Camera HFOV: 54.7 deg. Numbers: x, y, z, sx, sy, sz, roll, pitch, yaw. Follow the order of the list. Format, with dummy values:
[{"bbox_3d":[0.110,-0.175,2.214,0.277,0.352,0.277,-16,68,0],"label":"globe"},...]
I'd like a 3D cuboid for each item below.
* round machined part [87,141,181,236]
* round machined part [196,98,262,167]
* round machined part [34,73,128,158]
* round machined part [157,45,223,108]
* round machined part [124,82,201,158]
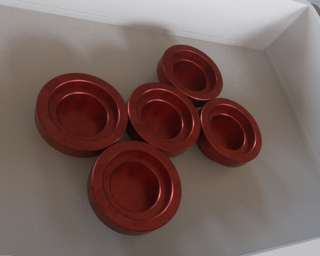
[{"bbox_3d":[-0.030,0.066,0.334,0.099,0.042,0.098,14,56,-21],"label":"round machined part"},{"bbox_3d":[0.089,0.010,0.433,0.099,0.042,0.098,14,56,-21],"label":"round machined part"},{"bbox_3d":[-0.089,-0.011,0.350,0.099,0.042,0.098,14,56,-21],"label":"round machined part"},{"bbox_3d":[0.040,-0.071,0.456,0.099,0.042,0.098,14,56,-21],"label":"round machined part"},{"bbox_3d":[-0.001,-0.006,0.394,0.099,0.042,0.098,14,56,-21],"label":"round machined part"}]
